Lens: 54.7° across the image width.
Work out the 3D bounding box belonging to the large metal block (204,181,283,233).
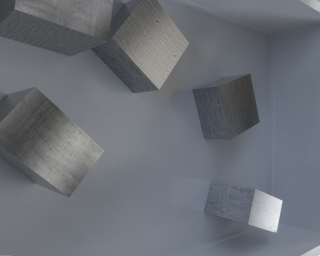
[{"bbox_3d":[0.130,0.122,0.483,0.080,0.080,0.050,27,73,-37],"label":"large metal block"}]

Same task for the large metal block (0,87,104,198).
[{"bbox_3d":[-0.112,0.013,0.278,0.080,0.080,0.050,49,61,-29],"label":"large metal block"}]

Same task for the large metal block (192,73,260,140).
[{"bbox_3d":[0.104,-0.034,0.480,0.081,0.050,0.080,-25,106,-38],"label":"large metal block"}]

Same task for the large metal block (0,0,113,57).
[{"bbox_3d":[-0.101,-0.108,0.287,0.081,0.080,0.050,9,84,-40],"label":"large metal block"}]

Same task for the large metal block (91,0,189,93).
[{"bbox_3d":[-0.022,-0.100,0.373,0.080,0.050,0.080,45,63,-31],"label":"large metal block"}]
